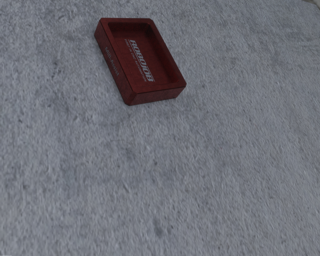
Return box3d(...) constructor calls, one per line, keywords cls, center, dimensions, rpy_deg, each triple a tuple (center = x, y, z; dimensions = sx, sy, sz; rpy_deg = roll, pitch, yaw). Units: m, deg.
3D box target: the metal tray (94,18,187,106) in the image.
box3d(cls="metal tray", center=(-0.029, -0.100, 0.447), dimensions=(0.091, 0.030, 0.130), rpy_deg=(-13, 69, -34))
